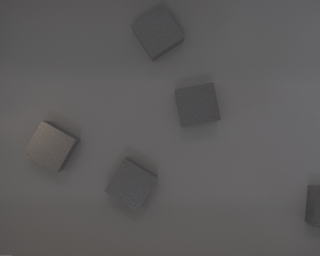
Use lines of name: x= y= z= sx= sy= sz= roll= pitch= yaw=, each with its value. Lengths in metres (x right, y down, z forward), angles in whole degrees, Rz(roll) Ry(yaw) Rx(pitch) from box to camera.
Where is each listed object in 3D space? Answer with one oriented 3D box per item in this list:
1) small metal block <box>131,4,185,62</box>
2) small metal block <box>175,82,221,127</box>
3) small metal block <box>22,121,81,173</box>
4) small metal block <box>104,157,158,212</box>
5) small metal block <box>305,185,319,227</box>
small metal block: x=-0.003 y=-0.125 z=0.411 sx=0.050 sy=0.025 sz=0.050 roll=-33 pitch=90 yaw=0
small metal block: x=0.049 y=-0.030 z=0.412 sx=0.050 sy=0.025 sz=0.050 roll=-11 pitch=90 yaw=0
small metal block: x=-0.142 y=0.024 z=0.410 sx=0.050 sy=0.025 sz=0.050 roll=30 pitch=90 yaw=0
small metal block: x=-0.038 y=0.073 z=0.411 sx=0.050 sy=0.025 sz=0.050 roll=32 pitch=90 yaw=0
small metal block: x=0.226 y=0.105 z=0.413 sx=0.050 sy=0.025 sz=0.050 roll=5 pitch=90 yaw=0
